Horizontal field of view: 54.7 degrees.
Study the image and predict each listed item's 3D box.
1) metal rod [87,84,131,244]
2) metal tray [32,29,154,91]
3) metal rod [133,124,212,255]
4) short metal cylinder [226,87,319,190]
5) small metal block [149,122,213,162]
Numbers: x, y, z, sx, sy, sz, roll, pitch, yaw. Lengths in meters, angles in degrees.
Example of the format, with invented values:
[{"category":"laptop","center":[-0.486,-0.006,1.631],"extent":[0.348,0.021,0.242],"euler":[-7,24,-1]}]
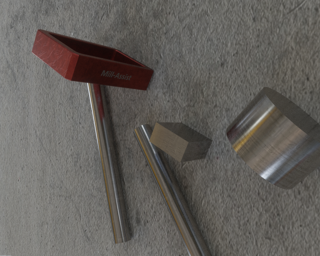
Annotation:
[{"category":"metal rod","center":[-0.083,0.019,0.470],"extent":[0.025,0.025,0.298],"euler":[-19,78,38]},{"category":"metal tray","center":[-0.083,-0.086,0.403],"extent":[0.090,0.131,0.030],"euler":[36,112,34]},{"category":"metal rod","center":[0.037,0.128,0.372],"extent":[0.025,0.025,0.299],"euler":[-39,66,33]},{"category":"short metal cylinder","center":[0.108,0.008,0.279],"extent":[0.080,0.081,0.050],"euler":[52,120,27]},{"category":"small metal block","center":[0.025,0.015,0.367],"extent":[0.050,0.050,0.025],"euler":[32,110,35]}]
